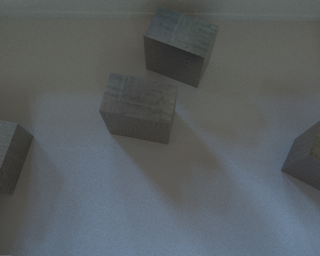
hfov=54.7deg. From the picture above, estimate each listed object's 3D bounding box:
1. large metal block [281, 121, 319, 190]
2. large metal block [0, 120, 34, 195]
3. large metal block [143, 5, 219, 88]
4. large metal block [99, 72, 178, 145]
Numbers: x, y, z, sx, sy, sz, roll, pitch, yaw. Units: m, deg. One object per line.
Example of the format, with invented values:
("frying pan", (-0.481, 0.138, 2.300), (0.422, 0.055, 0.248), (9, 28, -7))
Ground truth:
("large metal block", (0.205, 0.040, 0.367), (0.080, 0.080, 0.050), (28, 73, 10))
("large metal block", (-0.218, 0.032, 0.383), (0.080, 0.050, 0.080), (11, 70, 4))
("large metal block", (0.027, -0.107, 0.419), (0.080, 0.080, 0.050), (22, 72, 8))
("large metal block", (-0.023, -0.021, 0.388), (0.080, 0.080, 0.050), (11, 71, 4))
